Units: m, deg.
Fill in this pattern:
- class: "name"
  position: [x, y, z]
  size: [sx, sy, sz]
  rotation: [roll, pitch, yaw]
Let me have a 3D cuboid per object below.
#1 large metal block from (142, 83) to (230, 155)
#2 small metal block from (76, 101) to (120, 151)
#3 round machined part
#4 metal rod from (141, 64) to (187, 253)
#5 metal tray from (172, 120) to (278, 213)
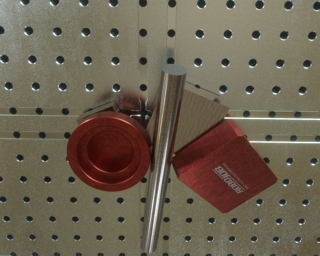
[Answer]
- class: "large metal block"
  position: [0.029, -0.012, 0.392]
  size: [0.080, 0.050, 0.079]
  rotation: [22, 109, -8]
- class: "small metal block"
  position: [-0.074, -0.001, 0.409]
  size: [0.050, 0.025, 0.050]
  rotation: [-21, 109, 7]
- class: "round machined part"
  position: [-0.059, 0.025, 0.380]
  size: [0.099, 0.042, 0.097]
  rotation: [1, 111, 2]
- class: "metal rod"
  position: [-0.001, 0.062, 0.390]
  size: [0.025, 0.025, 0.298]
  rotation: [6, 126, -2]
- class: "metal tray"
  position: [0.087, 0.056, 0.401]
  size: [0.090, 0.030, 0.130]
  rotation: [-36, 131, 13]
